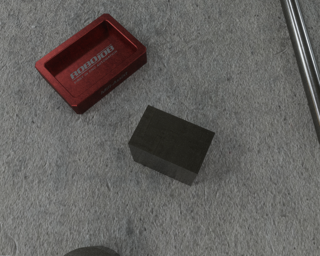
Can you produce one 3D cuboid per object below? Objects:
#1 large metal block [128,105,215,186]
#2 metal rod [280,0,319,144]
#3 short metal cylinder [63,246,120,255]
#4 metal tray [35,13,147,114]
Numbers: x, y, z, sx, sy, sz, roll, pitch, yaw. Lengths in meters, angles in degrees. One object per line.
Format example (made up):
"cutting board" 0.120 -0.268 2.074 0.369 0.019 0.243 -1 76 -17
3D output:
"large metal block" 0.013 0.024 0.370 0.080 0.080 0.050 23 72 8
"metal rod" 0.208 -0.122 0.454 0.025 0.025 0.299 -5 70 -2
"short metal cylinder" -0.075 0.170 0.332 0.081 0.050 0.080 0 70 0
"metal tray" -0.094 -0.093 0.438 0.130 0.030 0.090 -42 75 -14
